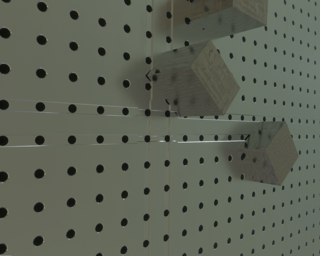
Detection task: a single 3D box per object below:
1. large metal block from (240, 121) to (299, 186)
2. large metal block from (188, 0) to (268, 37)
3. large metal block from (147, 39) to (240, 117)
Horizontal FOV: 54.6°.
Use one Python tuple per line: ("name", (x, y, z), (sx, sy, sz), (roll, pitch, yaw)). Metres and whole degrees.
("large metal block", (0.198, 0.044, 0.557), (0.080, 0.050, 0.080), (-43, 116, -31))
("large metal block", (0.100, -0.178, 0.455), (0.081, 0.080, 0.050), (7, 86, -40))
("large metal block", (0.045, -0.061, 0.409), (0.080, 0.080, 0.050), (50, 61, -29))
